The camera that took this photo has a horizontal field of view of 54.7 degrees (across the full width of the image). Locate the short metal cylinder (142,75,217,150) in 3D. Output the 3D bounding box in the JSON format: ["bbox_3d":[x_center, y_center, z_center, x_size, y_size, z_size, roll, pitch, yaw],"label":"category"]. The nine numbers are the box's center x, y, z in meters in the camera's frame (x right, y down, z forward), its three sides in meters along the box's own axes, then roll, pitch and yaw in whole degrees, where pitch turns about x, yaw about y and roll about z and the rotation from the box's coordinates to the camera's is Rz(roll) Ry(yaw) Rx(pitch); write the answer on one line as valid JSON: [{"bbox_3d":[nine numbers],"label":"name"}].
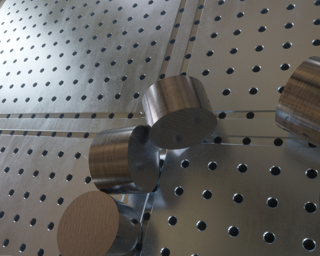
[{"bbox_3d":[0.022,-0.017,0.372,0.080,0.080,0.050,-24,53,14],"label":"short metal cylinder"}]

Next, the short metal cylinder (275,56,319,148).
[{"bbox_3d":[0.160,-0.024,0.304,0.050,0.080,0.080,35,81,38],"label":"short metal cylinder"}]

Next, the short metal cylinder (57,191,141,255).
[{"bbox_3d":[-0.069,0.118,0.356,0.080,0.050,0.080,-13,56,21],"label":"short metal cylinder"}]

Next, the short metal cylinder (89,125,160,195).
[{"bbox_3d":[-0.040,0.039,0.370,0.050,0.080,0.080,-8,58,24],"label":"short metal cylinder"}]
